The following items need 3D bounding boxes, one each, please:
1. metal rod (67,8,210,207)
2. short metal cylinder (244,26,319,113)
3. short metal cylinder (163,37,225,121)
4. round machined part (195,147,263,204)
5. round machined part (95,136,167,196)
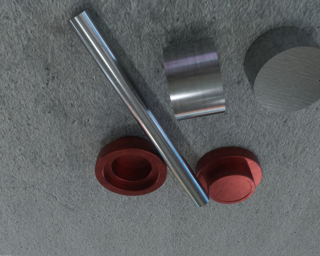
[{"bbox_3d":[-0.011,-0.004,0.382,0.025,0.025,0.299,-23,120,18],"label":"metal rod"},{"bbox_3d":[0.138,-0.063,0.339,0.081,0.050,0.079,0,130,0],"label":"short metal cylinder"},{"bbox_3d":[0.037,-0.051,0.329,0.050,0.080,0.080,-10,130,8],"label":"short metal cylinder"},{"bbox_3d":[0.104,0.077,0.463,0.099,0.042,0.097,-1,130,0],"label":"round machined part"},{"bbox_3d":[-0.039,0.049,0.438,0.099,0.042,0.097,0,130,0],"label":"round machined part"}]
